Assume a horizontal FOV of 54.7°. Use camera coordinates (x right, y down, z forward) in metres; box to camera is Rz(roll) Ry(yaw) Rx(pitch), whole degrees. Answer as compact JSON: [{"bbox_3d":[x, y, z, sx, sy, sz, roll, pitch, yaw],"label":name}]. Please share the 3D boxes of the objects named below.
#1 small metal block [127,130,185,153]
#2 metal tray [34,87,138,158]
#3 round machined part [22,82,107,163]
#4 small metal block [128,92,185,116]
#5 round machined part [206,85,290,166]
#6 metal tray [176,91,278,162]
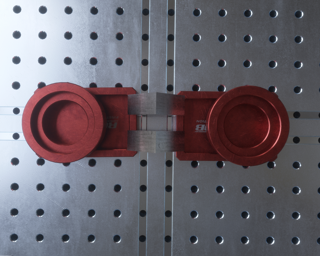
[{"bbox_3d":[-0.005,0.016,0.386,0.050,0.050,0.025,1,90,44],"label":"small metal block"},{"bbox_3d":[-0.095,-0.007,0.411,0.131,0.030,0.089,-1,92,0],"label":"metal tray"},{"bbox_3d":[-0.116,-0.006,0.391,0.099,0.042,0.097,0,90,0],"label":"round machined part"},{"bbox_3d":[-0.005,-0.029,0.386,0.050,0.050,0.025,1,90,44],"label":"small metal block"},{"bbox_3d":[0.107,-0.003,0.393,0.099,0.042,0.097,0,90,0],"label":"round machined part"},{"bbox_3d":[0.086,-0.002,0.412,0.131,0.030,0.089,1,90,0],"label":"metal tray"}]
